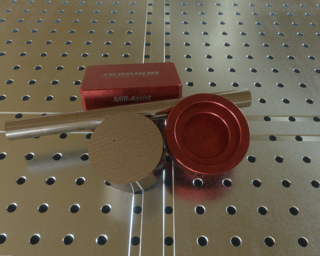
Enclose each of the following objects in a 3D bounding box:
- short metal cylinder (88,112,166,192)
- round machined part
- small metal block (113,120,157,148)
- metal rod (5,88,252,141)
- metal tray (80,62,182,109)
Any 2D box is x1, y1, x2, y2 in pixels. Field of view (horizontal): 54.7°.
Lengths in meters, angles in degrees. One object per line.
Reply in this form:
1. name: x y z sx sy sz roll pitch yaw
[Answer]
1. short metal cylinder: -0.035 0.029 0.352 0.080 0.050 0.080 -2 68 5
2. round machined part: 0.054 0.011 0.373 0.099 0.042 0.098 1 72 -4
3. small metal block: -0.035 0.009 0.410 0.050 0.025 0.050 14 51 11
4. metal rod: -0.032 -0.019 0.389 0.302 0.025 0.025 -8 51 -8
5. metal tray: -0.040 -0.061 0.437 0.131 0.030 0.090 -3 32 -4
